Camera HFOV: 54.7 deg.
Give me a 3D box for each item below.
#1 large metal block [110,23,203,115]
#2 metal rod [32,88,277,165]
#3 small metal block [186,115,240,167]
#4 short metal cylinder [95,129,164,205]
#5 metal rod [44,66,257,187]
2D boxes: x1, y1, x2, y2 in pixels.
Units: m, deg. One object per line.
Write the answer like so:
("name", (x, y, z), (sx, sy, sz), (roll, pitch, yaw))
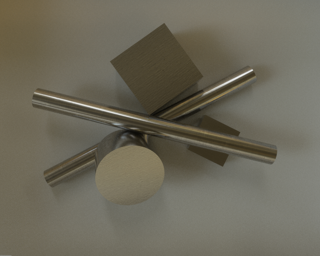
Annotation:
("large metal block", (-0.004, -0.071, 0.397), (0.080, 0.050, 0.080), (-36, 90, 0))
("metal rod", (-0.006, -0.002, 0.385), (0.302, 0.025, 0.025), (14, 90, -1))
("small metal block", (0.069, 0.016, 0.409), (0.050, 0.025, 0.050), (27, 90, -1))
("short metal cylinder", (-0.039, 0.047, 0.383), (0.081, 0.050, 0.079), (-5, 112, -11))
("metal rod", (-0.012, -0.002, 0.409), (0.301, 0.025, 0.025), (-27, 90, -1))
